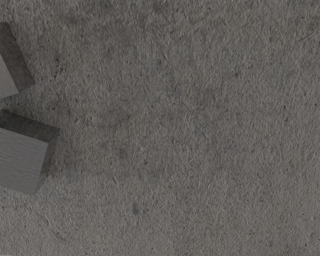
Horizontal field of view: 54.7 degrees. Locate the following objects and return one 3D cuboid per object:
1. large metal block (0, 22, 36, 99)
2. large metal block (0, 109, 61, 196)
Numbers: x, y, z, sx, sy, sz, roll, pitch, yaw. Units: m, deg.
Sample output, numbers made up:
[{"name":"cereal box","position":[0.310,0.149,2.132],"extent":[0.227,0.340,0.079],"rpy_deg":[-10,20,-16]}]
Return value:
[{"name":"large metal block","position":[-0.211,-0.073,0.367],"extent":[0.080,0.050,0.080],"rpy_deg":[-16,110,5]},{"name":"large metal block","position":[-0.187,0.032,0.406],"extent":[0.080,0.050,0.079],"rpy_deg":[19,109,-7]}]
